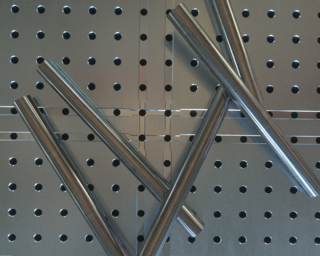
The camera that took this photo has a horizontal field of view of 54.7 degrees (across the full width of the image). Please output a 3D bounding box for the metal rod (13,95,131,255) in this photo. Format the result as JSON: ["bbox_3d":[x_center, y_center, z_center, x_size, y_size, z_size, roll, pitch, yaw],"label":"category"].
[{"bbox_3d":[-0.104,0.090,0.412,0.025,0.025,0.299,-32,90,0],"label":"metal rod"}]

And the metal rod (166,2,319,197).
[{"bbox_3d":[0.113,-0.029,0.393,0.025,0.025,0.300,-41,99,0],"label":"metal rod"}]

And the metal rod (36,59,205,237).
[{"bbox_3d":[-0.052,0.027,0.412,0.025,0.025,0.300,-43,91,0],"label":"metal rod"}]

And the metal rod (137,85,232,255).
[{"bbox_3d":[0.027,0.073,0.391,0.025,0.025,0.299,27,81,-1],"label":"metal rod"}]

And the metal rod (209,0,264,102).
[{"bbox_3d":[0.078,-0.173,0.414,0.025,0.025,0.298,-19,90,0],"label":"metal rod"}]
